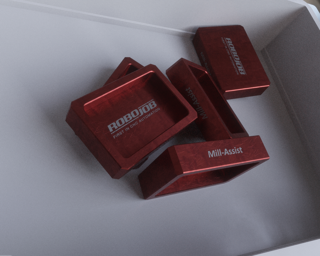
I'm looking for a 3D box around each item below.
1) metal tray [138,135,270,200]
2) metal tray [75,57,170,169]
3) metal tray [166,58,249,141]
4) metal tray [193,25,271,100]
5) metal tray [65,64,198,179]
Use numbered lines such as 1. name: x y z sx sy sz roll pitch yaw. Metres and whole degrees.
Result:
1. metal tray: 0.051 0.046 0.364 0.131 0.090 0.030 -5 64 -31
2. metal tray: -0.037 -0.023 0.398 0.090 0.030 0.130 33 51 -7
3. metal tray: 0.069 -0.032 0.436 0.090 0.030 0.130 -1 58 -60
4. metal tray: 0.118 -0.113 0.523 0.091 0.030 0.130 -9 66 -17
5. metal tray: -0.028 -0.013 0.357 0.090 0.030 0.131 50 51 6
